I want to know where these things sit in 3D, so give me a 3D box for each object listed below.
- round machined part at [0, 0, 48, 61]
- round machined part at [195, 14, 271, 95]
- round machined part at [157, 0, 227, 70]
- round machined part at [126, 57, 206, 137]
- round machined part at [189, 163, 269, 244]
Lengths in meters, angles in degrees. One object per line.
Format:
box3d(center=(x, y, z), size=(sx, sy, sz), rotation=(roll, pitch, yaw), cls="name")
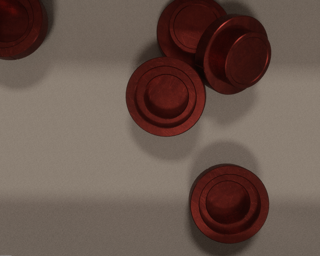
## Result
box3d(center=(-0.194, -0.136, 0.400), size=(0.099, 0.042, 0.097), rotation=(0, 90, -1), cls="round machined part")
box3d(center=(0.096, -0.087, 0.380), size=(0.099, 0.042, 0.097), rotation=(-13, 120, -23), cls="round machined part")
box3d(center=(0.045, -0.125, 0.403), size=(0.099, 0.042, 0.097), rotation=(0, 90, -1), cls="round machined part")
box3d(center=(0.010, -0.041, 0.395), size=(0.098, 0.042, 0.097), rotation=(2, 101, 10), cls="round machined part")
box3d(center=(0.086, 0.095, 0.404), size=(0.099, 0.042, 0.097), rotation=(0, 90, -1), cls="round machined part")
